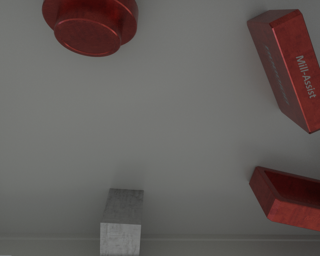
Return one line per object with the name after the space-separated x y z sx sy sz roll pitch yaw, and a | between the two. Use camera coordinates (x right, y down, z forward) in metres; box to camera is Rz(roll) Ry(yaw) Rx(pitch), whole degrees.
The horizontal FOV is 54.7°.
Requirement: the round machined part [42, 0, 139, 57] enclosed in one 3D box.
-0.074 -0.111 0.329 0.099 0.098 0.042 4 72 -2 | round machined part

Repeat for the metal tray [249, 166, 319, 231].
0.196 0.097 0.415 0.131 0.090 0.030 13 110 -5 | metal tray

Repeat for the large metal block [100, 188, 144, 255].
-0.052 0.142 0.434 0.050 0.080 0.079 4 110 -2 | large metal block

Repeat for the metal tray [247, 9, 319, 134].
0.147 -0.067 0.354 0.030 0.090 0.130 -26 108 9 | metal tray
